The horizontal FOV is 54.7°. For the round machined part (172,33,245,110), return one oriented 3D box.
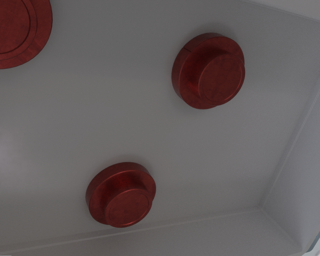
[{"bbox_3d":[0.068,-0.067,0.393,0.099,0.042,0.097,-14,124,-21],"label":"round machined part"}]

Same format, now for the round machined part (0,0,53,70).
[{"bbox_3d":[-0.142,-0.096,0.261,0.099,0.042,0.097,-14,124,-21],"label":"round machined part"}]

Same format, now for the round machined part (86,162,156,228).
[{"bbox_3d":[-0.050,0.099,0.432,0.099,0.042,0.097,-14,124,-21],"label":"round machined part"}]
